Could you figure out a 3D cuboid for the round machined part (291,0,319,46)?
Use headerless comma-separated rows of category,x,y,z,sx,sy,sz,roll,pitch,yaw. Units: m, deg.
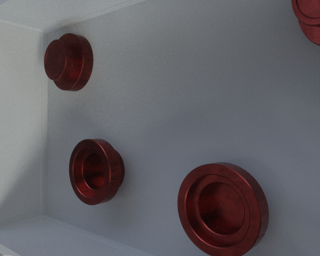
round machined part,0.146,-0.114,0.248,0.098,0.042,0.097,-179,90,-69

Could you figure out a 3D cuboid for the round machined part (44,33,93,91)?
round machined part,-0.162,-0.113,0.530,0.098,0.042,0.097,0,90,40

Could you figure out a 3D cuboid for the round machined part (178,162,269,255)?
round machined part,0.071,0.086,0.337,0.098,0.042,0.097,0,90,40

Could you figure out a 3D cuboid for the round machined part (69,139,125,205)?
round machined part,-0.092,0.065,0.472,0.098,0.042,0.097,0,90,40
